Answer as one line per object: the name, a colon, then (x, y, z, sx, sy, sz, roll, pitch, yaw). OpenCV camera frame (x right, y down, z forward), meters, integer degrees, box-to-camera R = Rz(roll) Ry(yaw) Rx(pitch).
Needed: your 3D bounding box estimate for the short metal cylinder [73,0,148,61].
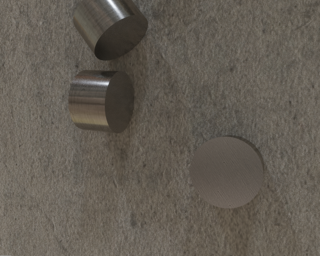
short metal cylinder: (-0.063, -0.133, 0.401, 0.080, 0.080, 0.050, -39, 78, 16)

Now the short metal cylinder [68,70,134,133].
short metal cylinder: (-0.074, -0.035, 0.405, 0.050, 0.080, 0.079, 6, 92, 19)

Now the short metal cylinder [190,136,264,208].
short metal cylinder: (0.081, 0.049, 0.367, 0.080, 0.050, 0.079, 0, 90, 19)
